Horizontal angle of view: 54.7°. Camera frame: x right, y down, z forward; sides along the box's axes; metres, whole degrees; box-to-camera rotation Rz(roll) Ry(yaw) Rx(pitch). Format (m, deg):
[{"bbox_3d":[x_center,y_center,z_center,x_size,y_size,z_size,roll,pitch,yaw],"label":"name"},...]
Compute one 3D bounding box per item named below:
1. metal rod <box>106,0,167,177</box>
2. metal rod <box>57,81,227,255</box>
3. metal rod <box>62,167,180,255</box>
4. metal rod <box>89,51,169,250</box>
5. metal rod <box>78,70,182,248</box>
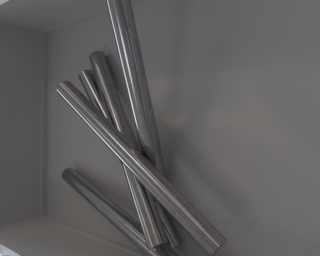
[{"bbox_3d":[-0.027,-0.054,0.351,0.025,0.025,0.298,10,121,39],"label":"metal rod"},{"bbox_3d":[-0.039,0.032,0.380,0.300,0.025,0.025,42,116,27],"label":"metal rod"},{"bbox_3d":[-0.060,0.124,0.435,0.300,0.025,0.025,24,105,44],"label":"metal rod"},{"bbox_3d":[-0.050,0.011,0.422,0.025,0.025,0.299,-40,57,32],"label":"metal rod"},{"bbox_3d":[-0.052,0.032,0.450,0.025,0.025,0.299,-45,63,31],"label":"metal rod"}]
